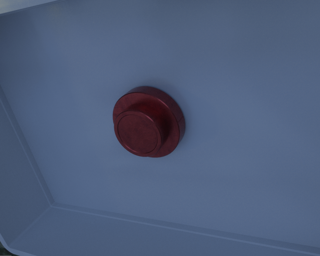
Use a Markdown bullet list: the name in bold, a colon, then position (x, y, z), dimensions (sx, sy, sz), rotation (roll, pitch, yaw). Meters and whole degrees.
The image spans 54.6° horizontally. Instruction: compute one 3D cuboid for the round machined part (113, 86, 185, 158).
- **round machined part**: position (-0.020, -0.001, 0.404), dimensions (0.098, 0.042, 0.097), rotation (13, 124, 21)
